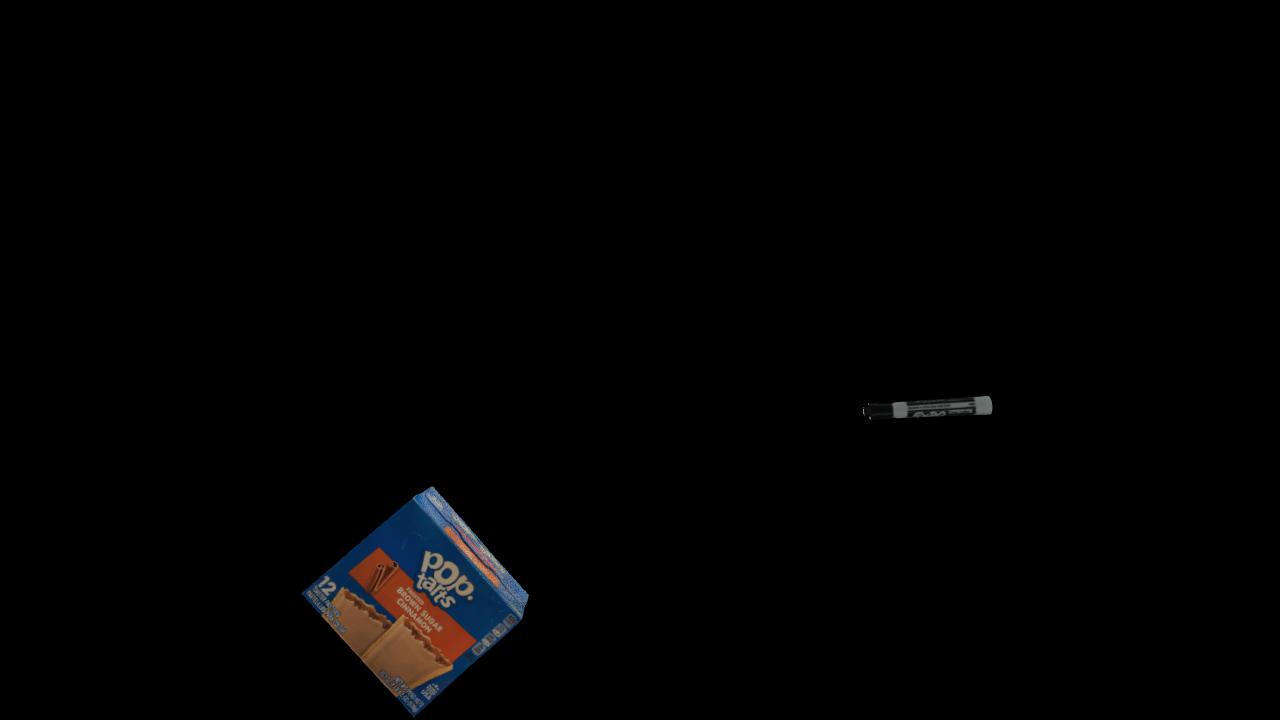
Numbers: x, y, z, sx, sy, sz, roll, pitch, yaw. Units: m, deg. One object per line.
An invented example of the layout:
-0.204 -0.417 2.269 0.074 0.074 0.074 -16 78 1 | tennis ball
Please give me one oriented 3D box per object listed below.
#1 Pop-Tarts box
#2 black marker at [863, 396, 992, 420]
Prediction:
-0.226 0.244 0.642 0.141 0.167 0.083 -41 3 -6 | Pop-Tarts box
0.294 0.050 0.635 0.121 0.020 0.020 -5 -1 14 | black marker
